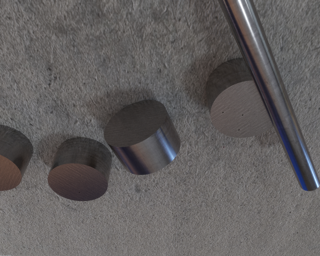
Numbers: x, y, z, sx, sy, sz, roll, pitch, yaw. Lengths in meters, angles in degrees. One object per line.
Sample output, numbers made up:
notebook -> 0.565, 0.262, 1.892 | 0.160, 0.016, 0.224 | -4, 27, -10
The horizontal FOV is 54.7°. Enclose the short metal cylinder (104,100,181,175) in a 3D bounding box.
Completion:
short metal cylinder -> -0.021, 0.010, 0.380 | 0.080, 0.080, 0.050 | -17, 128, 13

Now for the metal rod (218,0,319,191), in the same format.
metal rod -> 0.120, -0.027, 0.319 | 0.025, 0.025, 0.300 | -24, 126, 19

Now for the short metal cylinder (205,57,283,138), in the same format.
short metal cylinder -> 0.096, -0.035, 0.362 | 0.081, 0.050, 0.079 | 0, 130, 0

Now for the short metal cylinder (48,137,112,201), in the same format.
short metal cylinder -> -0.111, 0.059, 0.440 | 0.081, 0.050, 0.079 | 0, 130, 0

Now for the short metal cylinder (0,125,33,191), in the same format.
short metal cylinder -> -0.223, 0.041, 0.424 | 0.081, 0.050, 0.079 | 0, 130, 0
